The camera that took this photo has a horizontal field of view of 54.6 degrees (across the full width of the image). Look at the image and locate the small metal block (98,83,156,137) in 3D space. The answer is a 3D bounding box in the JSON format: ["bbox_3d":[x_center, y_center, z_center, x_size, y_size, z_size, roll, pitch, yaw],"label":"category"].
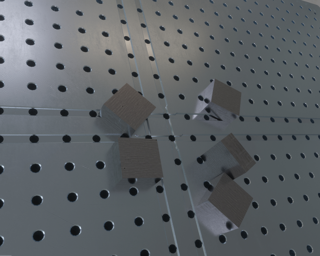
[{"bbox_3d":[-0.042,-0.022,0.399,0.050,0.025,0.050,40,51,-1],"label":"small metal block"}]

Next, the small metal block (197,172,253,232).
[{"bbox_3d":[0.084,0.094,0.395,0.050,0.025,0.050,42,51,1],"label":"small metal block"}]

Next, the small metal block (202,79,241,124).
[{"bbox_3d":[0.098,-0.042,0.485,0.050,0.025,0.050,25,53,-13],"label":"small metal block"}]

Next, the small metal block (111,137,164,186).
[{"bbox_3d":[-0.028,0.040,0.369,0.050,0.025,0.050,4,60,-26],"label":"small metal block"}]

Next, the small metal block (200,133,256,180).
[{"bbox_3d":[0.090,0.042,0.414,0.025,0.050,0.050,-31,79,-38],"label":"small metal block"}]
